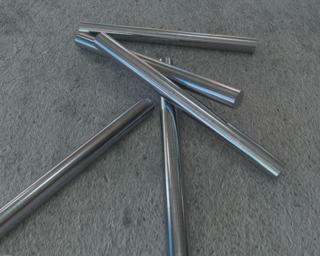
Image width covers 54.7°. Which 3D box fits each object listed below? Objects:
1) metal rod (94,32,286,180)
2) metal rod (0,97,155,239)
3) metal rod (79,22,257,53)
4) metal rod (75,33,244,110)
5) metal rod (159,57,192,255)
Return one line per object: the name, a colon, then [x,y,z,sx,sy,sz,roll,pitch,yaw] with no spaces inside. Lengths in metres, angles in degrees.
metal rod: [0.027,-0.038,0.404,0.300,0.025,0.025,38,59,16]
metal rod: [-0.115,0.054,0.356,0.025,0.025,0.302,34,57,25]
metal rod: [0.010,-0.157,0.534,0.302,0.025,0.025,7,51,6]
metal rod: [-0.020,-0.092,0.452,0.300,0.025,0.025,27,55,31]
metal rod: [0.014,0.013,0.391,0.025,0.025,0.300,-1,50,-1]
